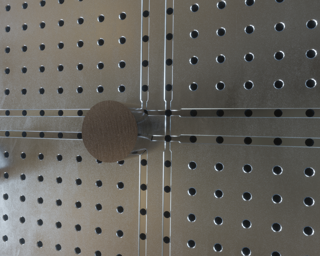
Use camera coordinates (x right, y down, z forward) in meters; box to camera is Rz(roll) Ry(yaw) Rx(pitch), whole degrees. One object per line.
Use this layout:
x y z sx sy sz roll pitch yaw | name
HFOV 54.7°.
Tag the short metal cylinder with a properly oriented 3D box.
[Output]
-0.057 0.004 0.418 0.080 0.050 0.079 0 90 19 | short metal cylinder
